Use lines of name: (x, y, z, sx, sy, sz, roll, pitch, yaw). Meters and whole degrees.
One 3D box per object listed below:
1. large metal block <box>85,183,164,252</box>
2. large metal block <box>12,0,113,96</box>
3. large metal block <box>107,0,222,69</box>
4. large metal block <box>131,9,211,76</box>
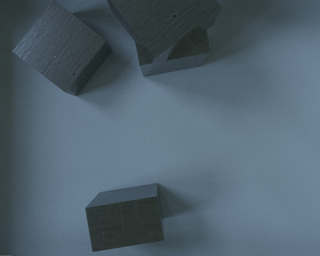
large metal block: (-0.039, 0.106, 0.384, 0.080, 0.080, 0.050, -9, 90, 0)
large metal block: (-0.121, -0.099, 0.398, 0.080, 0.050, 0.080, 38, 90, 0)
large metal block: (0.003, -0.122, 0.319, 0.080, 0.050, 0.080, -37, 90, 0)
large metal block: (0.012, -0.101, 0.384, 0.080, 0.080, 0.050, -11, 90, 0)
